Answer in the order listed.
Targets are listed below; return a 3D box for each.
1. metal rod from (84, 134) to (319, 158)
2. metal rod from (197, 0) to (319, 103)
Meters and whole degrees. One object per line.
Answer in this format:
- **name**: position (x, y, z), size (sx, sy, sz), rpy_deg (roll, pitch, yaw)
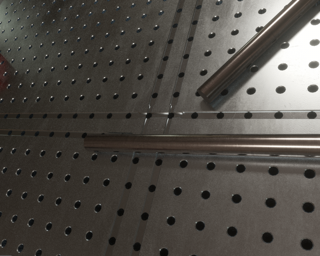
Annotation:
- **metal rod**: position (0.033, 0.020, 0.377), size (0.300, 0.025, 0.025), rpy_deg (-1, 61, 27)
- **metal rod**: position (0.166, -0.144, 0.408), size (0.300, 0.025, 0.025), rpy_deg (-43, 51, -2)
